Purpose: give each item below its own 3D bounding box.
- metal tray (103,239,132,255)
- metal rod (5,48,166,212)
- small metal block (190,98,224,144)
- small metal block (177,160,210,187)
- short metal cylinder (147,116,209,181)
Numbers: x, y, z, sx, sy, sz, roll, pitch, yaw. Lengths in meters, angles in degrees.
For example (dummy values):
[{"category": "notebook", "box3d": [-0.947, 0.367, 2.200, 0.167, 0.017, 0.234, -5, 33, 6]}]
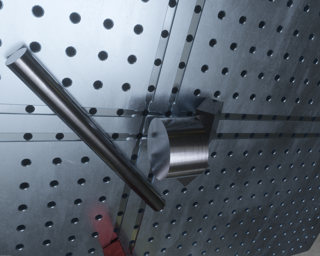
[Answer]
[{"category": "metal tray", "box3d": [-0.041, 0.252, 0.504, 0.030, 0.090, 0.130, -31, 129, -9]}, {"category": "metal rod", "box3d": [-0.070, 0.026, 0.389, 0.025, 0.025, 0.300, -38, 130, -3]}, {"category": "small metal block", "box3d": [0.065, -0.008, 0.426, 0.050, 0.025, 0.050, -44, 148, -57]}, {"category": "small metal block", "box3d": [0.039, 0.054, 0.468, 0.050, 0.025, 0.050, -41, 130, 0]}, {"category": "short metal cylinder", "box3d": [0.021, 0.025, 0.402, 0.050, 0.080, 0.079, -4, 120, -21]}]
